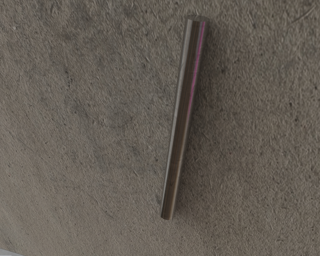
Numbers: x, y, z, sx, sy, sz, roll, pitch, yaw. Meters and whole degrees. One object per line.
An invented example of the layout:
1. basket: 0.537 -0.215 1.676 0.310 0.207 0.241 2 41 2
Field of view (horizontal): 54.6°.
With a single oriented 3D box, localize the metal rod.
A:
1. metal rod: 0.025 0.011 0.400 0.025 0.025 0.298 18 126 17
